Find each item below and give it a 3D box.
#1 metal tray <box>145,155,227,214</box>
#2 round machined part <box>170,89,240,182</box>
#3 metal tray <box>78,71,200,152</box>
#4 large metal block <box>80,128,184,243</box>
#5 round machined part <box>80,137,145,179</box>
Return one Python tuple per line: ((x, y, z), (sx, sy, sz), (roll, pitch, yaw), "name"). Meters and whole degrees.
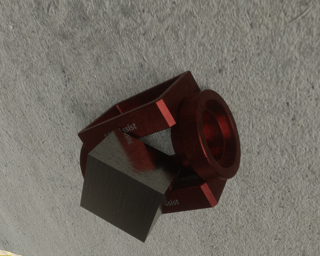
((0.021, 0.067, 0.394), (0.130, 0.090, 0.030), (-19, 109, 35), "metal tray")
((0.048, 0.010, 0.341), (0.042, 0.098, 0.098), (-17, 110, 34), "round machined part")
((-0.025, -0.018, 0.368), (0.130, 0.090, 0.030), (-19, 108, 35), "metal tray")
((-0.032, 0.060, 0.325), (0.080, 0.050, 0.079), (26, 128, 11), "large metal block")
((-0.055, 0.044, 0.415), (0.042, 0.098, 0.098), (-17, 110, 34), "round machined part")
